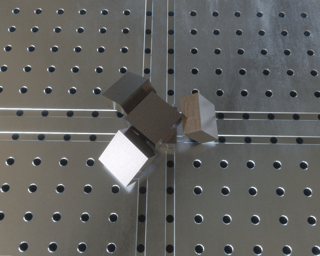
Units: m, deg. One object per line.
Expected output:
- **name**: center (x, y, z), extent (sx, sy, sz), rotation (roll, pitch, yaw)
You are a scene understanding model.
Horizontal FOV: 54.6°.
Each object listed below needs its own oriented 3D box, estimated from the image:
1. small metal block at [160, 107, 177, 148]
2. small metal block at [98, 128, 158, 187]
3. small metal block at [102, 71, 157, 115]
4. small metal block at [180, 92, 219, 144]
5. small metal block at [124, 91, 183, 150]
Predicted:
- **small metal block**: center (-0.003, -0.001, 0.412), extent (0.050, 0.025, 0.050), rotation (1, 73, 0)
- **small metal block**: center (-0.040, 0.036, 0.385), extent (0.050, 0.025, 0.050), rotation (43, 113, 14)
- **small metal block**: center (-0.041, -0.046, 0.415), extent (0.050, 0.025, 0.050), rotation (-45, 40, -15)
- **small metal block**: center (0.051, -0.011, 0.400), extent (0.025, 0.050, 0.050), rotation (-15, 67, 30)
- **small metal block**: center (-0.008, -0.009, 0.388), extent (0.050, 0.025, 0.050), rotation (40, 74, 12)
